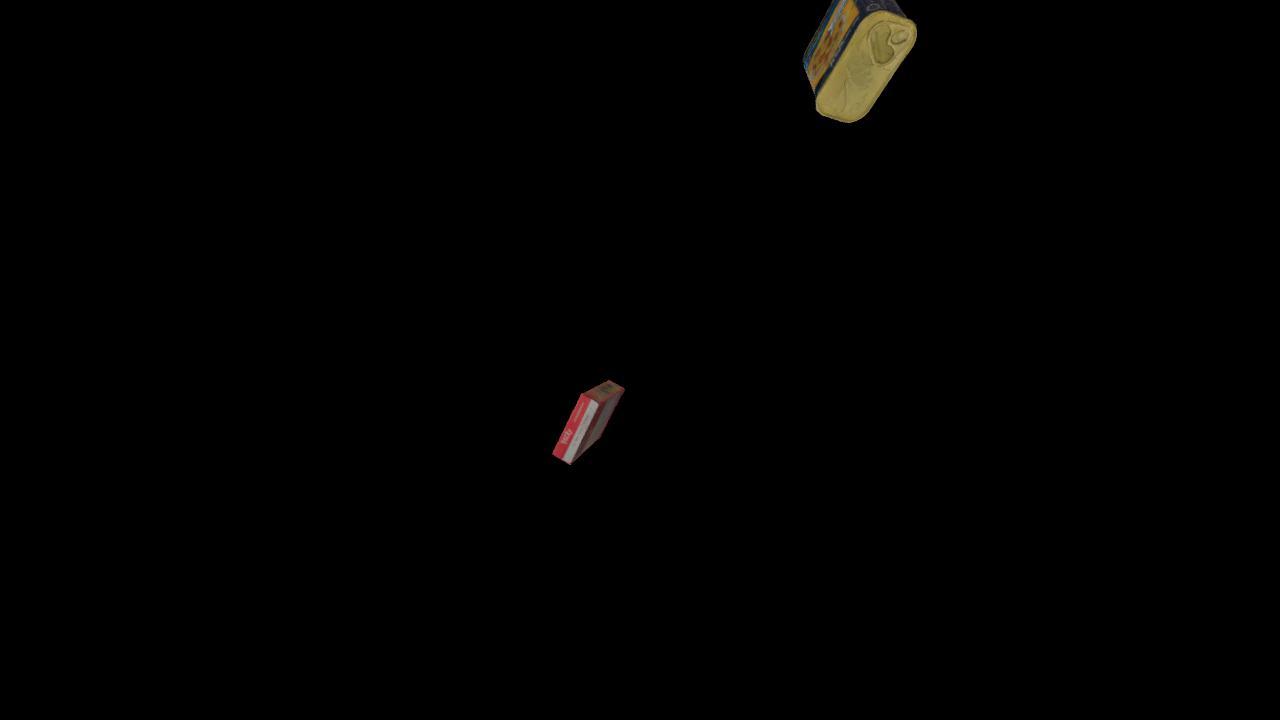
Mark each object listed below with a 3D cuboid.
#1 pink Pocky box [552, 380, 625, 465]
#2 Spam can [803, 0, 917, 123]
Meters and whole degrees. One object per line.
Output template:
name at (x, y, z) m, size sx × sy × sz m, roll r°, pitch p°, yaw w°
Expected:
pink Pocky box at (-0.062, 0.075, 0.784) m, size 0.029 × 0.084 × 0.155 m, roll 28°, pitch 8°, yaw 6°
Spam can at (0.204, -0.297, 0.587) m, size 0.058 × 0.085 × 0.101 m, roll 11°, pitch -40°, yaw -17°
